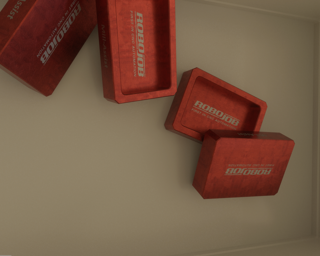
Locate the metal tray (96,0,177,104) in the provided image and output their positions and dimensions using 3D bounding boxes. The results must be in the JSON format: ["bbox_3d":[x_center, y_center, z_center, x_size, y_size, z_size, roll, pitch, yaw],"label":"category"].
[{"bbox_3d":[-0.025,-0.100,0.372,0.091,0.030,0.129,-13,109,-33],"label":"metal tray"}]

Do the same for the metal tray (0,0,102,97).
[{"bbox_3d":[-0.119,-0.109,0.332,0.030,0.090,0.130,26,80,18],"label":"metal tray"}]

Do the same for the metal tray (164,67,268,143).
[{"bbox_3d":[0.081,-0.018,0.439,0.131,0.030,0.090,23,82,-19],"label":"metal tray"}]

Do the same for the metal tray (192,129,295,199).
[{"bbox_3d":[0.117,0.051,0.433,0.131,0.030,0.089,3,110,-23],"label":"metal tray"}]
